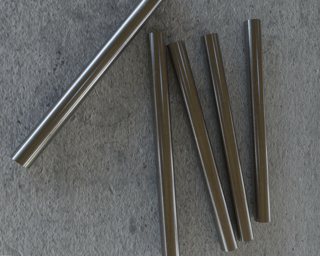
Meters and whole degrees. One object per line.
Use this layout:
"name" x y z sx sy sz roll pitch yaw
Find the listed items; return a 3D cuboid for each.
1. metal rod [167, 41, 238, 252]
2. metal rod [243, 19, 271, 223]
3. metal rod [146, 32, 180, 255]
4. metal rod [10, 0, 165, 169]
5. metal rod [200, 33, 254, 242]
"metal rod" 0.060 0.029 0.432 0.025 0.025 0.298 -18 96 -19
"metal rod" 0.146 -0.010 0.464 0.025 0.025 0.298 -4 92 -20
"metal rod" 0.005 0.026 0.411 0.025 0.025 0.298 -5 92 -20
"metal rod" -0.073 -0.080 0.382 0.025 0.025 0.300 39 77 -16
"metal rod" 0.097 0.016 0.446 0.025 0.025 0.298 -13 95 -20
